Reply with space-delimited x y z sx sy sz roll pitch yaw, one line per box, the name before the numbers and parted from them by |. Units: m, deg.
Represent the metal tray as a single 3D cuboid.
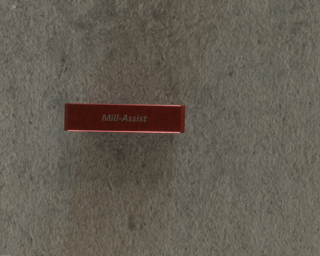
metal tray | -0.038 -0.011 0.377 0.131 0.090 0.030 1 90 -1
